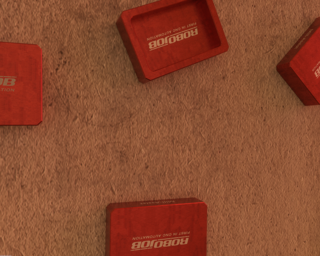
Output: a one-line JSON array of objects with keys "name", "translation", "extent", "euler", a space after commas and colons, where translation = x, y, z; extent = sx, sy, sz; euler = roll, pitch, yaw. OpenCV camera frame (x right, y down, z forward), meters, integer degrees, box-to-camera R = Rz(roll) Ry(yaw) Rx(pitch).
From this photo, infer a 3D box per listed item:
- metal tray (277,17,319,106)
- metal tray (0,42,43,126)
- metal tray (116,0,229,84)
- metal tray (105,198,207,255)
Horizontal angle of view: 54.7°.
[{"name": "metal tray", "translation": [0.259, -0.111, 0.502], "extent": [0.090, 0.030, 0.130], "euler": [46, 76, -15]}, {"name": "metal tray", "translation": [-0.197, -0.047, 0.334], "extent": [0.131, 0.030, 0.089], "euler": [0, 90, -20]}, {"name": "metal tray", "translation": [0.019, -0.123, 0.412], "extent": [0.131, 0.030, 0.090], "euler": [-24, 98, -19]}, {"name": "metal tray", "translation": [-0.003, 0.142, 0.405], "extent": [0.131, 0.030, 0.089], "euler": [1, 90, -20]}]
